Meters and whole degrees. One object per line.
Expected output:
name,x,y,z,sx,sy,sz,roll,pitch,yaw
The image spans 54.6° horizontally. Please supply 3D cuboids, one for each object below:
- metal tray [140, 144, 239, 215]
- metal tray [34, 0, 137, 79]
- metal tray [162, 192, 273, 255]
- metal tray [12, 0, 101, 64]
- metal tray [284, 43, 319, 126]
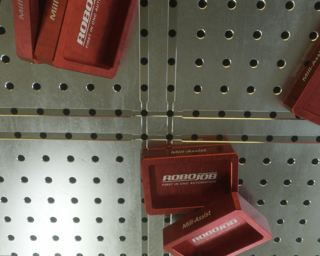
metal tray,0.042,0.074,0.437,0.131,0.030,0.089,-4,110,1
metal tray,-0.069,-0.123,0.322,0.030,0.090,0.129,23,102,30
metal tray,0.079,0.151,0.444,0.130,0.030,0.090,-35,121,22
metal tray,-0.105,-0.138,0.327,0.030,0.091,0.129,18,114,32
metal tray,0.231,-0.063,0.388,0.090,0.030,0.129,22,109,-8
